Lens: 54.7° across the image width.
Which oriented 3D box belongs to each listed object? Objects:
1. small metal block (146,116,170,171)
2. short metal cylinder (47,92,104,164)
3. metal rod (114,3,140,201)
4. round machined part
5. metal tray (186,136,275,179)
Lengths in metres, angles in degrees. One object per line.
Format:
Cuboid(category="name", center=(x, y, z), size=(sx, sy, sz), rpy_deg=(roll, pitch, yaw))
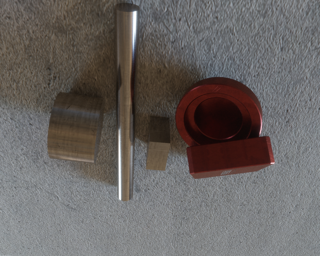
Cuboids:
Cuboid(category="small metal block", center=(-0.003, 0.020, 0.408), size=(0.025, 0.050, 0.050), rpy_deg=(5, 130, -5))
Cuboid(category="short metal cylinder", center=(-0.098, 0.000, 0.370), size=(0.050, 0.080, 0.079), rpy_deg=(8, 130, -7))
Cuboid(category="metal rod", center=(-0.044, -0.006, 0.401), size=(0.025, 0.025, 0.298), rpy_deg=(3, 130, -3))
Cuboid(category="round machined part", center=(0.071, -0.016, 0.371), size=(0.098, 0.042, 0.097), rpy_deg=(9, 123, 15))
Cuboid(category="metal tray", center=(0.084, 0.042, 0.393), size=(0.090, 0.030, 0.130), rpy_deg=(-8, 167, 7))
